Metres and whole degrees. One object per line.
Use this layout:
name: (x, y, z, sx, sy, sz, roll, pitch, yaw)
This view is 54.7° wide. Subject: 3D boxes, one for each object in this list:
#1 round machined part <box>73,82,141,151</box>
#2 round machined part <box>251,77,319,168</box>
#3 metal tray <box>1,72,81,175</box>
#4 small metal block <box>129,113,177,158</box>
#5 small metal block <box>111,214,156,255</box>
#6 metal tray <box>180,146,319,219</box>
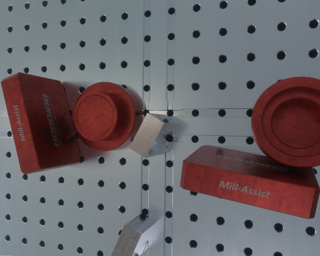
round machined part: (-0.080, -0.016, 0.432, 0.098, 0.042, 0.097, 0, 90, 20)
round machined part: (0.153, -0.004, 0.343, 0.098, 0.042, 0.098, -3, 78, 16)
metal tray: (-0.163, -0.006, 0.435, 0.030, 0.090, 0.129, -17, 84, 19)
small metal block: (-0.008, 0.009, 0.402, 0.025, 0.050, 0.050, 31, 100, 17)
small metal block: (-0.035, 0.149, 0.411, 0.025, 0.050, 0.050, 26, 99, 18)
metal tray: (0.098, 0.053, 0.341, 0.130, 0.090, 0.030, 10, 101, 19)
